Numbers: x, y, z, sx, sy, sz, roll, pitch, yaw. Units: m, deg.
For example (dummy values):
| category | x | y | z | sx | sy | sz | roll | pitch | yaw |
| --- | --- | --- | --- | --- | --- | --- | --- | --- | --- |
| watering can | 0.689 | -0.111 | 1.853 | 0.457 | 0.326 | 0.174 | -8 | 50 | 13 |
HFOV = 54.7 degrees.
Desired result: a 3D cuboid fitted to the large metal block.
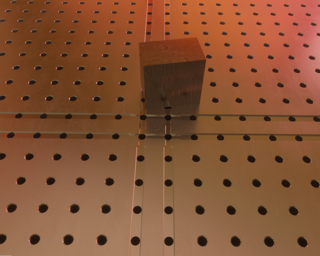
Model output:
| category | x | y | z | sx | sy | sz | roll | pitch | yaw |
| --- | --- | --- | --- | --- | --- | --- | --- | --- | --- |
| large metal block | 0.015 | -0.076 | 0.436 | 0.081 | 0.080 | 0.050 | -7 | 51 | -6 |
